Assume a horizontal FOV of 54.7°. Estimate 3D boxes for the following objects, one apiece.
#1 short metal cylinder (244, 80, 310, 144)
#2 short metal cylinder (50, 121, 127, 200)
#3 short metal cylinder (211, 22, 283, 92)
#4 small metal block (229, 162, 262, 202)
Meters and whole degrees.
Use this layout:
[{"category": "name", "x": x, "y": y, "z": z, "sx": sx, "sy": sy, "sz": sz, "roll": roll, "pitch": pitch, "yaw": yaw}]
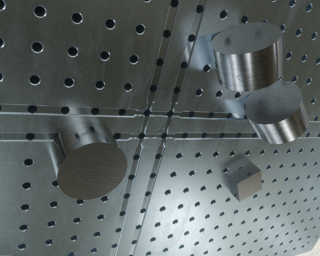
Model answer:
[{"category": "short metal cylinder", "x": 0.171, "y": -0.023, "z": 0.455, "sx": 0.080, "sy": 0.080, "sz": 0.050, "roll": -42, "pitch": 130, "yaw": 0}, {"category": "short metal cylinder", "x": -0.086, "y": 0.039, "z": 0.372, "sx": 0.081, "sy": 0.050, "sz": 0.079, "roll": -14, "pitch": 124, "yaw": -21}, {"category": "short metal cylinder", "x": 0.107, "y": -0.088, "z": 0.379, "sx": 0.080, "sy": 0.080, "sz": 0.050, "roll": -28, "pitch": 128, "yaw": -11}, {"category": "small metal block", "x": 0.154, "y": 0.097, "z": 0.556, "sx": 0.050, "sy": 0.025, "sz": 0.050, "roll": -26, "pitch": 128, "yaw": -13}]
